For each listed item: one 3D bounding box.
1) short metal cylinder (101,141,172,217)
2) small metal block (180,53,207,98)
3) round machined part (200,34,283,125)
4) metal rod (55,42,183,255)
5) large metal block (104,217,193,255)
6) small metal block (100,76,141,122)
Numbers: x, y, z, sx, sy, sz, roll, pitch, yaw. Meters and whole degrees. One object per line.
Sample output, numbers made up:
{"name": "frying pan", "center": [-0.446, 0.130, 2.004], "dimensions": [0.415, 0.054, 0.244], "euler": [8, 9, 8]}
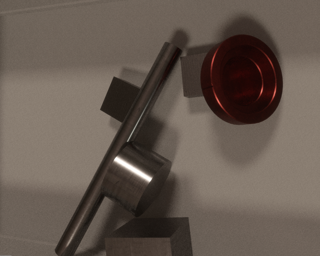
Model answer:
{"name": "short metal cylinder", "center": [-0.028, 0.064, 0.390], "dimensions": [0.050, 0.080, 0.080], "euler": [29, 100, 17]}
{"name": "small metal block", "center": [0.055, -0.066, 0.391], "dimensions": [0.050, 0.025, 0.050], "euler": [-5, 88, 19]}
{"name": "round machined part", "center": [0.087, -0.052, 0.352], "dimensions": [0.099, 0.042, 0.097], "euler": [2, 86, -25]}
{"name": "metal rod", "center": [-0.054, 0.030, 0.394], "dimensions": [0.025, 0.025, 0.299], "euler": [29, 93, 17]}
{"name": "large metal block", "center": [-0.011, 0.148, 0.384], "dimensions": [0.080, 0.080, 0.050], "euler": [-7, 88, 19]}
{"name": "small metal block", "center": [-0.047, -0.036, 0.420], "dimensions": [0.050, 0.025, 0.050], "euler": [29, 100, 31]}
